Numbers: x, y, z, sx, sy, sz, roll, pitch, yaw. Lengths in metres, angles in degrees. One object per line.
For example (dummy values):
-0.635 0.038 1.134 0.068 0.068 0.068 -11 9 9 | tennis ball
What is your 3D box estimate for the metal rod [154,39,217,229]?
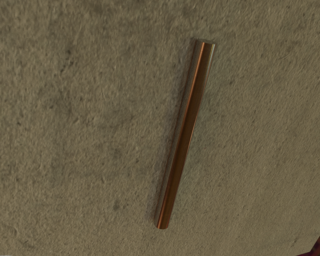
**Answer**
0.030 0.026 0.440 0.025 0.025 0.298 -3 120 -27 | metal rod
